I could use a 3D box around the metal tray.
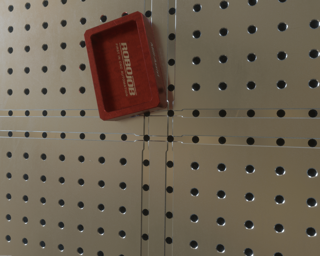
[{"bbox_3d":[-0.048,-0.082,0.427,0.090,0.030,0.129,-13,86,19],"label":"metal tray"}]
